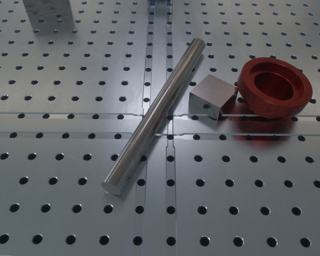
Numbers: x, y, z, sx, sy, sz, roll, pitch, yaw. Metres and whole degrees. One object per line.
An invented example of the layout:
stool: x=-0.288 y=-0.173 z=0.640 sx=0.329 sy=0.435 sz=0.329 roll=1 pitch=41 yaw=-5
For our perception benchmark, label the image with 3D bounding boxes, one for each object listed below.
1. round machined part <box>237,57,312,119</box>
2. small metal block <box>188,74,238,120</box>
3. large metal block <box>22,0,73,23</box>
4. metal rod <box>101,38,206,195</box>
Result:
round machined part: x=0.156 y=-0.052 z=0.435 sx=0.099 sy=0.042 sz=0.098 roll=5 pitch=51 yaw=-6
small metal block: x=0.077 y=-0.046 z=0.446 sx=0.050 sy=0.025 sz=0.050 roll=32 pitch=57 yaw=24
large metal block: x=-0.220 y=-0.255 z=0.604 sx=0.081 sy=0.050 sz=0.080 roll=-12 pitch=51 yaw=-10
metal rod: x=0.005 y=-0.037 z=0.438 sx=0.025 sy=0.025 sz=0.301 roll=19 pitch=52 yaw=15
